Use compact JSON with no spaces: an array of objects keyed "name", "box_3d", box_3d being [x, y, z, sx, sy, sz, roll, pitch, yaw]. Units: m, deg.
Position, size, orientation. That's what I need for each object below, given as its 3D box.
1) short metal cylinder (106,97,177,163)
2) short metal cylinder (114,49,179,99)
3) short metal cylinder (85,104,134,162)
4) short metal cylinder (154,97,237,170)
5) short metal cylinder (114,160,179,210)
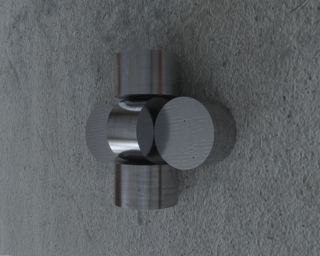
[{"name":"short metal cylinder","box_3d":[-0.019,0.002,0.387,0.050,0.081,0.080,1,91,40]},{"name":"short metal cylinder","box_3d":[-0.017,-0.063,0.385,0.080,0.081,0.050,0,90,40]},{"name":"short metal cylinder","box_3d":[-0.060,0.007,0.440,0.080,0.050,0.080,0,90,39]},{"name":"short metal cylinder","box_3d":[0.040,0.005,0.357,0.080,0.050,0.080,0,91,40]},{"name":"short metal cylinder","box_3d":[-0.017,0.067,0.386,0.080,0.081,0.050,0,90,40]}]
